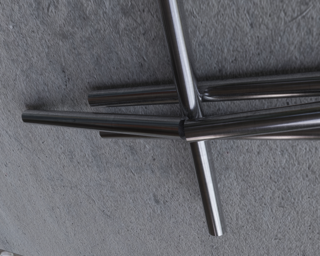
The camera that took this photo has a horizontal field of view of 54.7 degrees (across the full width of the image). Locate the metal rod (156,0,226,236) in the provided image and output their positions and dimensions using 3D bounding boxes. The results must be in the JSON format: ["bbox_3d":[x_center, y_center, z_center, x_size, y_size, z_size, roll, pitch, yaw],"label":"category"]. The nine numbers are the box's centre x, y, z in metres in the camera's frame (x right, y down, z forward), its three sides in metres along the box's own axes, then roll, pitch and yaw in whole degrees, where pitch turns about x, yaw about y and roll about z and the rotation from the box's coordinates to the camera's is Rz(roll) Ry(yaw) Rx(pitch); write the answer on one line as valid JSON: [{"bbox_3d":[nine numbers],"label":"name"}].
[{"bbox_3d":[0.043,0.006,0.356,0.025,0.025,0.298,-1,118,28],"label":"metal rod"}]

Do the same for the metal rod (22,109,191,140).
[{"bbox_3d":[-0.094,-0.009,0.418,0.300,0.025,0.025,4,121,36],"label":"metal rod"}]

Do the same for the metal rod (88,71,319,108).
[{"bbox_3d":[0.041,-0.042,0.359,0.300,0.025,0.025,-1,118,28],"label":"metal rod"}]

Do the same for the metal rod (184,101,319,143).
[{"bbox_3d":[0.170,-0.015,0.277,0.301,0.025,0.025,-8,115,20],"label":"metal rod"}]

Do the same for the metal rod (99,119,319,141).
[{"bbox_3d":[0.053,0.002,0.380,0.300,0.025,0.025,-1,118,28],"label":"metal rod"}]
